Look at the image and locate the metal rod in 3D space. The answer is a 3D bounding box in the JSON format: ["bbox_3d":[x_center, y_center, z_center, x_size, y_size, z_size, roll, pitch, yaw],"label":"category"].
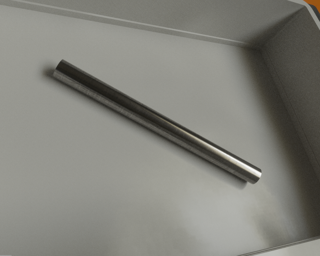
[{"bbox_3d":[0.005,-0.003,0.409,0.301,0.025,0.025,29,52,-11],"label":"metal rod"}]
